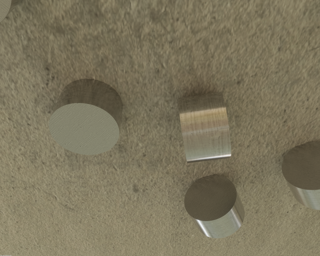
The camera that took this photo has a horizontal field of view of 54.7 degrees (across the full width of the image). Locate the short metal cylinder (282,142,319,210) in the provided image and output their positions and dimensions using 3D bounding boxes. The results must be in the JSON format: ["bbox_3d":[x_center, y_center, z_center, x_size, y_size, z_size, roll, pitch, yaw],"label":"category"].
[{"bbox_3d":[0.218,0.065,0.430,0.080,0.080,0.050,-24,126,18],"label":"short metal cylinder"}]

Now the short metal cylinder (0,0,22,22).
[{"bbox_3d":[-0.164,-0.136,0.273,0.081,0.050,0.079,0,130,0],"label":"short metal cylinder"}]

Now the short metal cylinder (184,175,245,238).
[{"bbox_3d":[0.084,0.119,0.474,0.080,0.080,0.050,-18,128,14],"label":"short metal cylinder"}]

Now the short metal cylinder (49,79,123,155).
[{"bbox_3d":[-0.088,-0.013,0.379,0.081,0.050,0.079,0,130,0],"label":"short metal cylinder"}]

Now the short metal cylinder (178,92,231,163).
[{"bbox_3d":[0.053,-0.001,0.372,0.050,0.080,0.080,-8,130,6],"label":"short metal cylinder"}]
